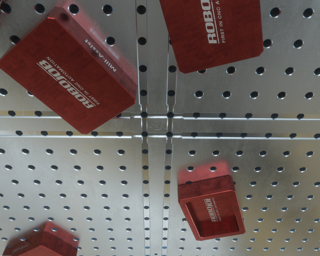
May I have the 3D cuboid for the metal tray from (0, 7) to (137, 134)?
[{"bbox_3d":[-0.101,-0.058,0.358,0.090,0.030,0.130,-30,124,23],"label":"metal tray"}]

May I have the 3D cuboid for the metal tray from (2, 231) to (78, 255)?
[{"bbox_3d":[-0.246,0.262,0.629,0.130,0.030,0.090,-29,125,22],"label":"metal tray"}]

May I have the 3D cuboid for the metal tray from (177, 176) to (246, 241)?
[{"bbox_3d":[0.090,0.141,0.528,0.090,0.030,0.130,-14,129,11],"label":"metal tray"}]

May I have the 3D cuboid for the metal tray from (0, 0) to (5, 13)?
[{"bbox_3d":[-0.188,-0.147,0.281,0.090,0.030,0.129,29,124,-23],"label":"metal tray"}]

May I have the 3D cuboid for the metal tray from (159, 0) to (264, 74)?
[{"bbox_3d":[0.048,-0.124,0.303,0.090,0.030,0.130,-12,129,10],"label":"metal tray"}]
